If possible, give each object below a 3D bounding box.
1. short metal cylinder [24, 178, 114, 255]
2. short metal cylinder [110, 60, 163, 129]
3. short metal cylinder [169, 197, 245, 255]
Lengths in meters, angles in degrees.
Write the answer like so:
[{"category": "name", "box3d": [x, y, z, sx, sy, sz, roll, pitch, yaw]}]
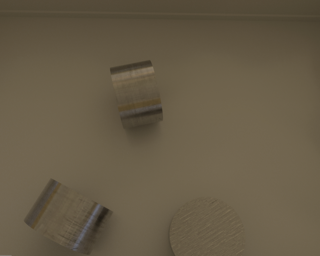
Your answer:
[{"category": "short metal cylinder", "box3d": [-0.099, 0.097, 0.344, 0.080, 0.080, 0.050, 26, 72, 8]}, {"category": "short metal cylinder", "box3d": [-0.030, -0.042, 0.396, 0.050, 0.080, 0.080, -12, 71, -5]}, {"category": "short metal cylinder", "box3d": [0.050, 0.122, 0.352, 0.081, 0.050, 0.080, 0, 70, 0]}]
